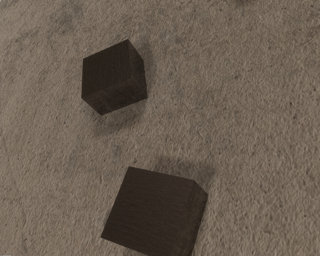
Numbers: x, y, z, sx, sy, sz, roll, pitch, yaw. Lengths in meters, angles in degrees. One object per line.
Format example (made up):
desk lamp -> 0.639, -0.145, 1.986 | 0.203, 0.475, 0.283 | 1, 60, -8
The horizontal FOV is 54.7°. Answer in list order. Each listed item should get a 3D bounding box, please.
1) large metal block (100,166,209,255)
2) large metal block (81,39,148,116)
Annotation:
large metal block -> -0.003, 0.094, 0.331 | 0.080, 0.050, 0.080 | 7, 65, 31
large metal block -> -0.069, -0.076, 0.469 | 0.080, 0.050, 0.080 | -19, 54, 16
